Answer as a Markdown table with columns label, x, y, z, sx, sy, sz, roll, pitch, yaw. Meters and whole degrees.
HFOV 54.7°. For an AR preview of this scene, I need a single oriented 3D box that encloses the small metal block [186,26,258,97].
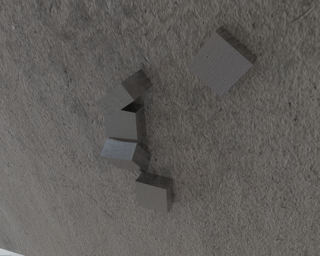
| label | x | y | z | sx | sy | sz | roll | pitch | yaw |
| --- | --- | --- | --- | --- | --- | --- | --- | --- | --- |
| small metal block | 0.065 | -0.070 | 0.329 | 0.050 | 0.025 | 0.050 | 41 | 129 | -1 |

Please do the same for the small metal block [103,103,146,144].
| label | x | y | z | sx | sy | sz | roll | pitch | yaw |
| --- | --- | --- | --- | --- | --- | --- | --- | --- | --- |
| small metal block | -0.048 | -0.009 | 0.427 | 0.050 | 0.025 | 0.050 | 12 | 124 | 21 |

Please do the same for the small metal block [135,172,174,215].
| label | x | y | z | sx | sy | sz | roll | pitch | yaw |
| --- | --- | --- | --- | --- | --- | --- | --- | --- | --- |
| small metal block | -0.008 | 0.098 | 0.472 | 0.050 | 0.025 | 0.050 | 11 | 123 | 22 |

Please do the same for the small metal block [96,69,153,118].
| label | x | y | z | sx | sy | sz | roll | pitch | yaw |
| --- | --- | --- | --- | --- | --- | --- | --- | --- | --- |
| small metal block | -0.044 | -0.043 | 0.387 | 0.050 | 0.050 | 0.025 | -29 | 102 | 37 |

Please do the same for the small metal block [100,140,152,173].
| label | x | y | z | sx | sy | sz | roll | pitch | yaw |
| --- | --- | --- | --- | --- | --- | --- | --- | --- | --- |
| small metal block | -0.047 | 0.040 | 0.441 | 0.050 | 0.025 | 0.050 | 5 | 156 | 26 |
